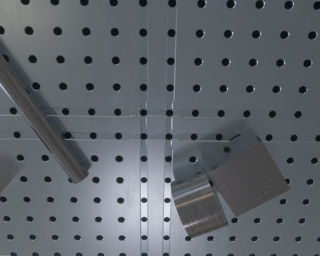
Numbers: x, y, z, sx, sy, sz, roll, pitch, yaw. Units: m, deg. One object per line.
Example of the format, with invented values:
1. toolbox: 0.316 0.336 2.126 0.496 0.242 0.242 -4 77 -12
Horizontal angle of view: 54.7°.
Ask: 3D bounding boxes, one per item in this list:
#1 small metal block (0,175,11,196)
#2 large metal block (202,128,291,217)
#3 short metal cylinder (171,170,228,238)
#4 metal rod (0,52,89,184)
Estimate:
1. small metal block: -0.245 0.081 0.428 0.050 0.050 0.025 35 106 -12
2. large metal block: 0.115 0.061 0.423 0.080 0.050 0.080 -31 107 11
3. short metal cylinder: 0.054 0.102 0.422 0.050 0.080 0.080 -23 109 8
4. metal rod: -0.185 -0.051 0.392 0.025 0.025 0.299 -28 108 10
